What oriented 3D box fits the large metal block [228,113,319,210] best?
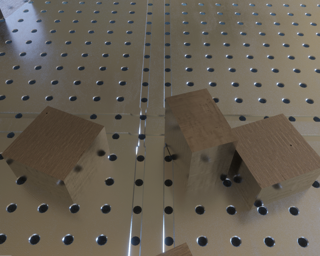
[{"bbox_3d":[0.125,0.037,0.362,0.081,0.050,0.080,-16,52,-13],"label":"large metal block"}]

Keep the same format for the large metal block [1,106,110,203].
[{"bbox_3d":[-0.118,0.029,0.366,0.080,0.050,0.080,19,52,15],"label":"large metal block"}]

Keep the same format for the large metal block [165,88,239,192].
[{"bbox_3d":[0.043,0.014,0.361,0.050,0.080,0.080,-14,52,-12],"label":"large metal block"}]

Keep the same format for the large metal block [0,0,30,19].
[{"bbox_3d":[-0.308,-0.270,0.595,0.050,0.080,0.080,16,52,13],"label":"large metal block"}]

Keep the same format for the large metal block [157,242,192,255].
[{"bbox_3d":[0.002,0.157,0.259,0.081,0.050,0.080,-18,53,-15],"label":"large metal block"}]
